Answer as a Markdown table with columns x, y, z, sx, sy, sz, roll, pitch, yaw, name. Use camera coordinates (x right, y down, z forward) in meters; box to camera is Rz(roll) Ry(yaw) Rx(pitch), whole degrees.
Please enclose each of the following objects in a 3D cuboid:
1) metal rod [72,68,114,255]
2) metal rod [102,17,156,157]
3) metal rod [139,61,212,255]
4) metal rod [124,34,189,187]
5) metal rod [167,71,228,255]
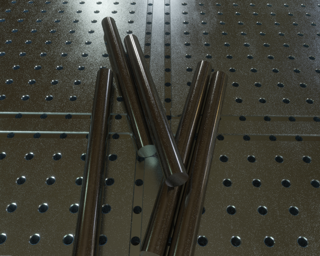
| x | y | z | sx | sy | sz | roll | pitch | yaw | name |
| --- | --- | --- | --- | --- | --- | --- | --- | --- | --- |
| -0.078 | 0.033 | 0.379 | 0.025 | 0.025 | 0.300 | -1 | 50 | -2 | metal rod |
| -0.055 | -0.082 | 0.475 | 0.025 | 0.025 | 0.300 | -12 | 51 | -10 | metal rod |
| 0.031 | 0.014 | 0.395 | 0.025 | 0.025 | 0.300 | 12 | 51 | 9 | metal rod |
| -0.016 | -0.048 | 0.429 | 0.025 | 0.025 | 0.300 | -10 | 45 | -9 | metal rod |
| 0.052 | 0.034 | 0.379 | 0.025 | 0.025 | 0.300 | 12 | 51 | 9 | metal rod |
